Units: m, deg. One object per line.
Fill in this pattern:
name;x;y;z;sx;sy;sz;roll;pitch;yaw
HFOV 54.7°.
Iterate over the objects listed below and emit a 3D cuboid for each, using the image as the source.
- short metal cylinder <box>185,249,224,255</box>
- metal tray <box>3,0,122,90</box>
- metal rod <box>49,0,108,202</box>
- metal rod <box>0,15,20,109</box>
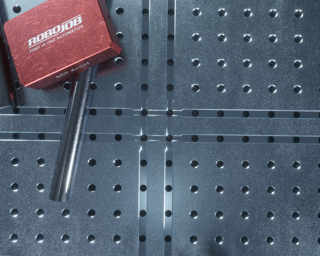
short metal cylinder;0.061;0.206;0.401;0.081;0.050;0.079;0;90;0
metal tray;-0.124;-0.114;0.390;0.130;0.030;0.090;-21;83;12
metal rod;-0.106;-0.052;0.412;0.025;0.025;0.298;11;90;0
metal rod;-0.231;-0.173;0.411;0.025;0.025;0.298;-12;90;0
